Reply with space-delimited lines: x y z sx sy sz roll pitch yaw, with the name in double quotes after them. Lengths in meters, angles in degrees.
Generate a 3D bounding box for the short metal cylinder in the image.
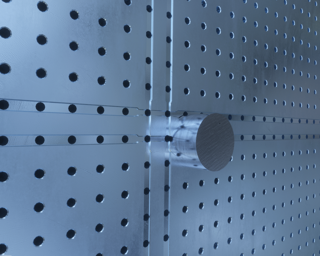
0.061 0.019 0.443 0.081 0.050 0.080 0 90 -40 "short metal cylinder"
